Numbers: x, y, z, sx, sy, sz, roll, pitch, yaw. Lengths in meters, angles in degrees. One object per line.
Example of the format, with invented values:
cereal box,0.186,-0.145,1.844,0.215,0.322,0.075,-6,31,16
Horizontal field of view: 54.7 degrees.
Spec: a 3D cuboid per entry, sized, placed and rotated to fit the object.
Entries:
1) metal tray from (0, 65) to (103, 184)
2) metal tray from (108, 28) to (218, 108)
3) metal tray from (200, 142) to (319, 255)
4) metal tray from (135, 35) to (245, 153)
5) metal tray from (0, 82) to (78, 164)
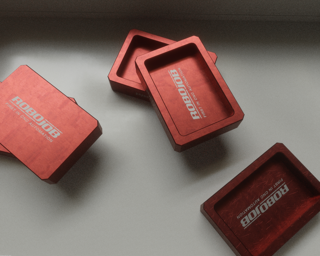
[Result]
metal tray,-0.148,-0.006,0.375,0.130,0.030,0.090,37,74,12
metal tray,0.005,-0.079,0.435,0.131,0.030,0.090,19,71,6
metal tray,0.126,0.090,0.375,0.131,0.030,0.090,-36,74,-13
metal tray,0.034,-0.045,0.391,0.091,0.030,0.130,-23,72,-9
metal tray,-0.182,-0.007,0.407,0.131,0.030,0.090,13,70,4
